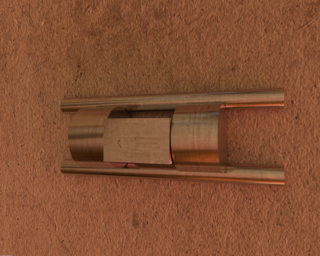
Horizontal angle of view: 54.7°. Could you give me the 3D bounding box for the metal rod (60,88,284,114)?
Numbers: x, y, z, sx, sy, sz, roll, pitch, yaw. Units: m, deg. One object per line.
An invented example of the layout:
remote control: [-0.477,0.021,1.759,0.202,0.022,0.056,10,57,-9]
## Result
metal rod: [0.002,-0.033,0.410,0.301,0.025,0.025,0,90,19]

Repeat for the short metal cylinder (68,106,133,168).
short metal cylinder: [-0.075,0.012,0.407,0.050,0.080,0.080,-1,90,20]

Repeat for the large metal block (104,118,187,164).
large metal block: [-0.014,0.014,0.383,0.080,0.080,0.050,0,90,20]

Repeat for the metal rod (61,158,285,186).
metal rod: [0.002,0.056,0.409,0.301,0.025,0.025,0,90,19]

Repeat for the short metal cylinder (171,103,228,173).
short metal cylinder: [0.049,0.012,0.363,0.050,0.080,0.080,-1,90,20]
